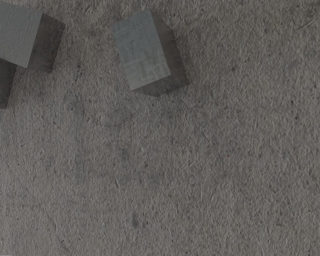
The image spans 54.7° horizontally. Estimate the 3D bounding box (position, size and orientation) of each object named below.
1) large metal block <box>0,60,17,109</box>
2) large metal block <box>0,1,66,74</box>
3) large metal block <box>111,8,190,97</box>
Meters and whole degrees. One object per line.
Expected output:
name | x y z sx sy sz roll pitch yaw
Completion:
large metal block | -0.279 -0.076 0.478 0.050 0.080 0.080 19 96 19
large metal block | -0.201 -0.135 0.467 0.080 0.050 0.080 21 97 18
large metal block | -0.009 -0.088 0.383 0.050 0.080 0.080 -19 84 19
